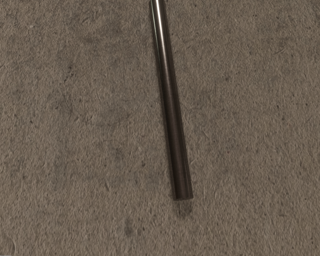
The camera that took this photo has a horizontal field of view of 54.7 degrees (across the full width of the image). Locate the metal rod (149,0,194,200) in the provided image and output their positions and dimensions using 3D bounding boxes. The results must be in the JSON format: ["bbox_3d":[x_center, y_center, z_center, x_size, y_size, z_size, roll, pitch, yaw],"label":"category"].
[{"bbox_3d":[0.012,-0.053,0.427,0.025,0.025,0.299,-6,70,-3],"label":"metal rod"}]
